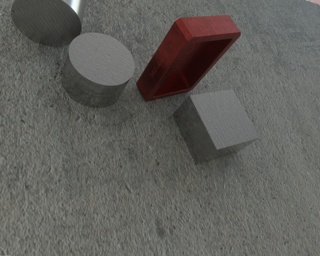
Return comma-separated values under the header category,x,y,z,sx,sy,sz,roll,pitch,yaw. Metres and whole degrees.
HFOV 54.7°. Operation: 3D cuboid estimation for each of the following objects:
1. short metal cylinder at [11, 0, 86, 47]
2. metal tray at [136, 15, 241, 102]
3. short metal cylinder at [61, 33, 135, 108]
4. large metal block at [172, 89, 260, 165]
category,x,y,z,sx,sy,sz,roll,pitch,yaw
short metal cylinder,-0.136,-0.149,0.386,0.081,0.080,0.050,13,57,-22
metal tray,0.033,-0.089,0.408,0.091,0.129,0.030,-17,71,-35
short metal cylinder,-0.078,-0.072,0.389,0.081,0.050,0.080,14,56,-21
large metal block,0.077,-0.003,0.431,0.081,0.050,0.080,-12,68,-33
